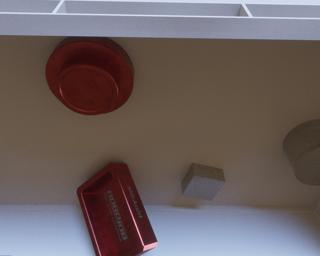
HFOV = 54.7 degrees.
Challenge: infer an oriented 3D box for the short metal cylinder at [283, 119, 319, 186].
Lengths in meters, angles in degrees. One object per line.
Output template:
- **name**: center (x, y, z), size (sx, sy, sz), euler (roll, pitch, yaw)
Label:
- **short metal cylinder**: center (0.218, 0.034, 0.425), size (0.081, 0.050, 0.079), euler (0, 130, 0)

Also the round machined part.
- **round machined part**: center (-0.080, -0.053, 0.352), size (0.099, 0.042, 0.097), euler (-1, 130, 0)

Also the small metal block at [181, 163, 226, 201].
- **small metal block**: center (0.066, 0.085, 0.482), size (0.050, 0.025, 0.050), euler (14, 129, -12)

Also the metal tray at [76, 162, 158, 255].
- **metal tray**: center (-0.067, 0.126, 0.449), size (0.090, 0.130, 0.030), euler (-38, 153, 27)
